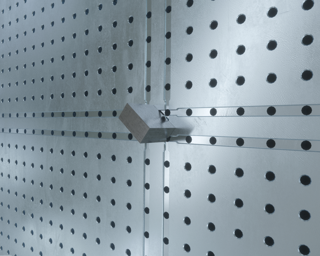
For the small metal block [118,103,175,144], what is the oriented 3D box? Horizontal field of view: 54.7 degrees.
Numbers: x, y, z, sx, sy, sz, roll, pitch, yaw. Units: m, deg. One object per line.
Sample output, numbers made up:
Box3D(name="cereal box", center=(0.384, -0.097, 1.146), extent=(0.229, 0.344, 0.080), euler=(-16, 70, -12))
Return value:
Box3D(name="small metal block", center=(-0.017, -0.007, 0.405), extent=(0.050, 0.050, 0.025), euler=(47, 118, 29))
